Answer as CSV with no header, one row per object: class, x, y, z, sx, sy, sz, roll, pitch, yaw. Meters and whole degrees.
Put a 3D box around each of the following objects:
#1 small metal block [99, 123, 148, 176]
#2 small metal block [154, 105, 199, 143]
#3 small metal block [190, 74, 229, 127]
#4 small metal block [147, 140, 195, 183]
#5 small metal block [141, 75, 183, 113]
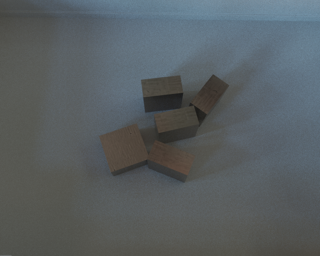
small metal block,-0.045,0.028,0.399,0.050,0.025,0.050,-19,71,-7
small metal block,0.020,-0.002,0.397,0.050,0.050,0.025,-13,71,-4
small metal block,0.061,-0.035,0.409,0.025,0.050,0.050,37,74,8
small metal block,0.013,0.042,0.381,0.050,0.050,0.025,21,72,7
small metal block,0.003,-0.044,0.412,0.050,0.050,0.025,-7,70,-3
